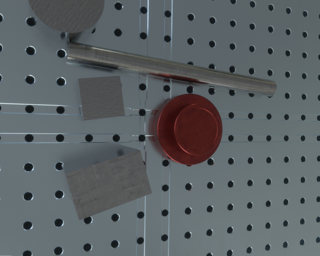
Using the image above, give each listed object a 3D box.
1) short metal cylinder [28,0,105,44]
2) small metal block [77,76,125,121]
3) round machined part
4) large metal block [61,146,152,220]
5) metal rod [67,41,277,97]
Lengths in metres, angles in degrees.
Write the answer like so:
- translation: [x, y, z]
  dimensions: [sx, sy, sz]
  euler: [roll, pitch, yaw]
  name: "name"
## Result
- translation: [-0.109, -0.143, 0.359]
  dimensions: [0.081, 0.050, 0.079]
  euler: [0, 90, -21]
  name: "short metal cylinder"
- translation: [-0.074, -0.037, 0.386]
  dimensions: [0.050, 0.025, 0.050]
  euler: [-8, 93, -20]
  name: "small metal block"
- translation: [0.043, 0.002, 0.421]
  dimensions: [0.099, 0.042, 0.097]
  euler: [0, 90, -21]
  name: "round machined part"
- translation: [-0.065, 0.058, 0.360]
  dimensions: [0.081, 0.080, 0.050]
  euler: [-17, 96, -20]
  name: "large metal block"
- translation: [0.030, -0.076, 0.424]
  dimensions: [0.302, 0.025, 0.025]
  euler: [6, 88, -20]
  name: "metal rod"
